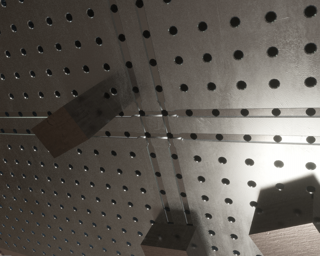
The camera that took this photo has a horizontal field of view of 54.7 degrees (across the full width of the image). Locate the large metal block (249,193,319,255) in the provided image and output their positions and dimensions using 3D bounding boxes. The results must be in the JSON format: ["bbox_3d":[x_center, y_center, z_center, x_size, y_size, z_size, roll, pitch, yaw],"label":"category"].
[{"bbox_3d":[0.173,0.138,0.389,0.080,0.050,0.080,-28,103,37],"label":"large metal block"}]

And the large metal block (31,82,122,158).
[{"bbox_3d":[-0.113,-0.011,0.426,0.080,0.080,0.050,-26,104,37],"label":"large metal block"}]

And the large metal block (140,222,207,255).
[{"bbox_3d":[0.026,0.206,0.507,0.080,0.050,0.080,-5,116,30],"label":"large metal block"}]
